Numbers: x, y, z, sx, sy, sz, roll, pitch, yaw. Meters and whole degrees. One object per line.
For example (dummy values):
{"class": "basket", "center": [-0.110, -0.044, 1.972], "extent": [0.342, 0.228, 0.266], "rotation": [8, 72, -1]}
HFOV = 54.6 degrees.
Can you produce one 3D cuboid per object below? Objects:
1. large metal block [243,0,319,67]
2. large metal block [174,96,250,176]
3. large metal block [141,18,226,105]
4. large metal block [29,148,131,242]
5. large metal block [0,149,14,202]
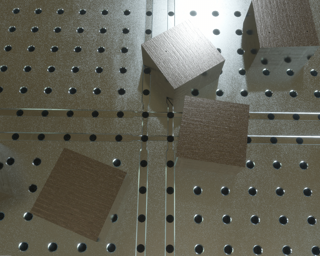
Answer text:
{"class": "large metal block", "center": [0.172, -0.137, 0.450], "extent": [0.080, 0.050, 0.080], "rotation": [-2, 70, -1]}
{"class": "large metal block", "center": [0.065, 0.011, 0.395], "extent": [0.080, 0.050, 0.080], "rotation": [9, 70, 3]}
{"class": "large metal block", "center": [0.030, -0.092, 0.432], "extent": [0.080, 0.050, 0.080], "rotation": [-31, 73, -11]}
{"class": "large metal block", "center": [-0.090, 0.080, 0.369], "extent": [0.080, 0.050, 0.080], "rotation": [21, 71, 7]}
{"class": "large metal block", "center": [-0.238, 0.060, 0.376], "extent": [0.080, 0.050, 0.080], "rotation": [-23, 72, -8]}
